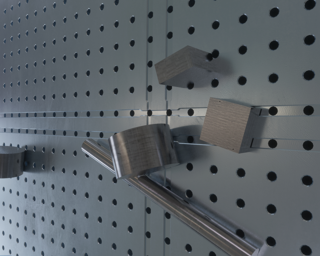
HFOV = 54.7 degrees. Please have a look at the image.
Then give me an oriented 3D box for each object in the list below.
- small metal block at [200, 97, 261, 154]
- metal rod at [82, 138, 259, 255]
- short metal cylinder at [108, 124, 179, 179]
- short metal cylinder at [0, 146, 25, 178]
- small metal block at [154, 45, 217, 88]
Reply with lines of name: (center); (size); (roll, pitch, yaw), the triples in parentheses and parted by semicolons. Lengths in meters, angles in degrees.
small metal block: (0.077, -0.004, 0.346); (0.050, 0.025, 0.050); (21, 103, 38)
metal rod: (-0.010, 0.084, 0.417); (0.300, 0.025, 0.025); (27, 107, 36)
short metal cylinder: (-0.021, 0.031, 0.391); (0.080, 0.081, 0.050); (-23, 75, 37)
short metal cylinder: (-0.326, 0.069, 0.642); (0.080, 0.081, 0.050); (11, 97, 39)
small metal block: (0.031, -0.071, 0.368); (0.050, 0.050, 0.025); (-22, 76, 38)
